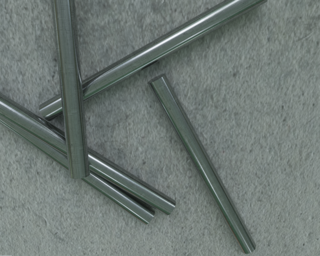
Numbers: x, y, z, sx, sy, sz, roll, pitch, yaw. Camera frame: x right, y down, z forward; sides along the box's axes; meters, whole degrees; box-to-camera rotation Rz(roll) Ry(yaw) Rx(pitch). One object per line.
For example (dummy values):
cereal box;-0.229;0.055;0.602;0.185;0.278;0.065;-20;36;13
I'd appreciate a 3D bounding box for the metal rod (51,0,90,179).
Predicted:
metal rod;-0.106;-0.086;0.356;0.025;0.025;0.298;-2;103;0

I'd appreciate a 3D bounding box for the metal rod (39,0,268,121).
metal rod;-0.015;-0.088;0.377;0.301;0.025;0.025;-27;108;9

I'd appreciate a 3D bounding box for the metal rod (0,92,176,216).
metal rod;-0.103;0.035;0.409;0.301;0.025;0.025;35;106;-17

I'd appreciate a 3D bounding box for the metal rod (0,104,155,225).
metal rod;-0.129;0.040;0.422;0.301;0.025;0.025;39;105;-14

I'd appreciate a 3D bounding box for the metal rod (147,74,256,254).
metal rod;0.066;0.061;0.433;0.025;0.025;0.299;-27;108;9
